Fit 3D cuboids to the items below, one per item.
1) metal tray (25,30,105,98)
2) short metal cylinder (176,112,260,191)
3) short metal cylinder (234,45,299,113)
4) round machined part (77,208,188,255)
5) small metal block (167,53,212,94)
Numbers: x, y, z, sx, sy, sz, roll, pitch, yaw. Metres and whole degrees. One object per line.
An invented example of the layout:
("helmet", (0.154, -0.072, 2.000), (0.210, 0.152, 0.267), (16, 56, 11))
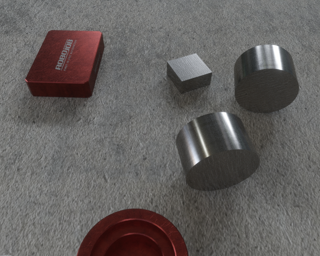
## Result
("metal tray", (-0.143, -0.104, 0.486), (0.091, 0.030, 0.130), (2, 50, 1))
("short metal cylinder", (0.062, 0.028, 0.345), (0.081, 0.080, 0.050), (-8, 51, -7))
("short metal cylinder", (0.143, -0.066, 0.424), (0.080, 0.080, 0.050), (6, 50, 4))
("round machined part", (-0.024, 0.128, 0.284), (0.099, 0.042, 0.098), (0, 50, 0))
("small metal block", (0.044, -0.084, 0.474), (0.050, 0.025, 0.050), (-19, 53, -16))
